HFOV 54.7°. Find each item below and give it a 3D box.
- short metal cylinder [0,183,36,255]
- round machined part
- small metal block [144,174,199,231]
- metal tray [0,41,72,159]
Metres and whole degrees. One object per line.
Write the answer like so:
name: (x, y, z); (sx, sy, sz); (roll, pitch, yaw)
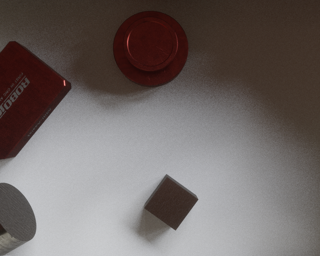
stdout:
short metal cylinder: (-0.200, 0.115, 0.381); (0.050, 0.080, 0.080); (-30, 90, 0)
round machined part: (-0.012, -0.104, 0.403); (0.099, 0.042, 0.097); (0, 90, -1)
small metal block: (0.015, 0.098, 0.412); (0.050, 0.025, 0.050); (36, 90, -1)
metal tray: (-0.194, -0.035, 0.406); (0.090, 0.030, 0.130); (39, 90, -1)
